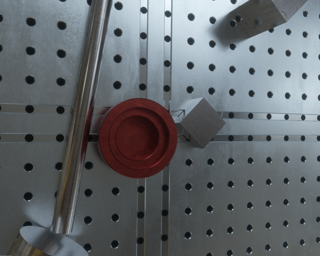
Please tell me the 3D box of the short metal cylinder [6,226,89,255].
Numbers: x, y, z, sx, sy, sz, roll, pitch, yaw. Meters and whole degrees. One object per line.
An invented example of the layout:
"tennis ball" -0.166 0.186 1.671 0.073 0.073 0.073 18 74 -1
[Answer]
"short metal cylinder" -0.126 0.149 0.337 0.080 0.080 0.050 29 81 -18

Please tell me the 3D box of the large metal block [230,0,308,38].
"large metal block" 0.163 -0.184 0.445 0.080 0.080 0.050 -45 105 -15

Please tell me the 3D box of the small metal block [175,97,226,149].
"small metal block" 0.055 -0.007 0.434 0.050 0.025 0.050 -47 105 -14

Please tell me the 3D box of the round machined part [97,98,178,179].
"round machined part" -0.031 0.012 0.393 0.099 0.042 0.097 0 90 -21

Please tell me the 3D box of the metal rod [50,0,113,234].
"metal rod" -0.094 -0.025 0.378 0.025 0.025 0.298 11 86 -20
